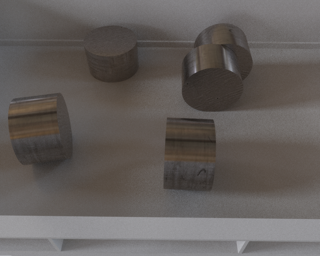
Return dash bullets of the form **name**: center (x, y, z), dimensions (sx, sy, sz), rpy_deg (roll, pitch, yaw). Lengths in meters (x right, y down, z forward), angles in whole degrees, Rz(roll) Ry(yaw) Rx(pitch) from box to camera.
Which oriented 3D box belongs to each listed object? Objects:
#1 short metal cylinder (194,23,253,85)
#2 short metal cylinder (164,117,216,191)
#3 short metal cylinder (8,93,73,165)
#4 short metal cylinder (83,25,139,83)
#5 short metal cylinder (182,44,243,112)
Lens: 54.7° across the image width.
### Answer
- **short metal cylinder**: center (0.092, -0.106, 0.459), dimensions (0.080, 0.080, 0.050), rpy_deg (1, 50, 0)
- **short metal cylinder**: center (0.031, 0.029, 0.345), dimensions (0.050, 0.080, 0.080), rpy_deg (3, 50, 2)
- **short metal cylinder**: center (-0.138, 0.001, 0.367), dimensions (0.050, 0.080, 0.080), rpy_deg (-8, 51, -7)
- **short metal cylinder**: center (-0.075, -0.117, 0.486), dimensions (0.080, 0.050, 0.080), rpy_deg (0, 50, 0)
- **short metal cylinder**: center (0.070, -0.068, 0.427), dimensions (0.080, 0.080, 0.050), rpy_deg (1, 50, 1)
